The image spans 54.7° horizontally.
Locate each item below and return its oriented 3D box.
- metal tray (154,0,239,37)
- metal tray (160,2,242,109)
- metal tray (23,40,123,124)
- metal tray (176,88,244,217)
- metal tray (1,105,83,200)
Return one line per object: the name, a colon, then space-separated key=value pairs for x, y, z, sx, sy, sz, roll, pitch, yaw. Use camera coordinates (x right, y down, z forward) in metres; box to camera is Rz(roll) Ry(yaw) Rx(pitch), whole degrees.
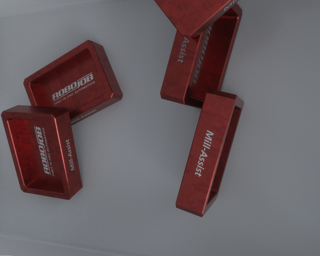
metal tray: x=0.048 y=-0.156 z=0.272 sx=0.130 sy=0.030 sz=0.090 roll=-38 pitch=90 yaw=24
metal tray: x=0.050 y=-0.088 z=0.355 sx=0.030 sy=0.090 sz=0.129 roll=18 pitch=96 yaw=31
metal tray: x=-0.129 y=-0.057 z=0.453 sx=0.130 sy=0.030 sz=0.090 roll=-25 pitch=82 yaw=18
metal tray: x=0.060 y=0.025 z=0.354 sx=0.030 sy=0.090 sz=0.129 roll=17 pitch=96 yaw=19
metal tray: x=-0.167 y=0.035 z=0.442 sx=0.090 sy=0.030 sz=0.129 roll=4 pitch=113 yaw=20
